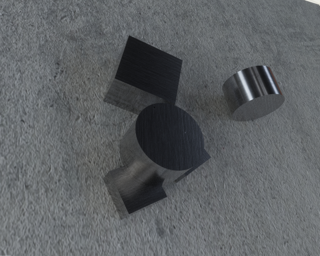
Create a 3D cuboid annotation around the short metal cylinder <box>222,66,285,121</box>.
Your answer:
[{"bbox_3d":[0.142,-0.051,0.476,0.081,0.080,0.050,-1,62,-29],"label":"short metal cylinder"}]

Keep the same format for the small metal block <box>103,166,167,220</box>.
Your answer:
[{"bbox_3d":[-0.028,0.067,0.348,0.050,0.025,0.050,-16,70,-35],"label":"small metal block"}]

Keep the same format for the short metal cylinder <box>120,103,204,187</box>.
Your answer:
[{"bbox_3d":[0.002,0.019,0.345,0.081,0.050,0.080,14,56,-21],"label":"short metal cylinder"}]

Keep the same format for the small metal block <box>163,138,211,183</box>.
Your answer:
[{"bbox_3d":[0.029,0.034,0.398,0.050,0.025,0.050,-29,78,-38],"label":"small metal block"}]

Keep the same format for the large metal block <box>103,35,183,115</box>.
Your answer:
[{"bbox_3d":[-0.021,-0.065,0.416,0.080,0.050,0.080,22,54,-15],"label":"large metal block"}]
